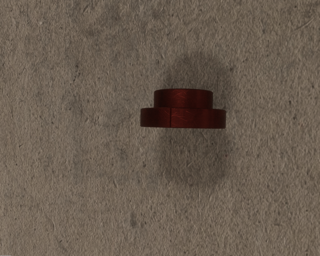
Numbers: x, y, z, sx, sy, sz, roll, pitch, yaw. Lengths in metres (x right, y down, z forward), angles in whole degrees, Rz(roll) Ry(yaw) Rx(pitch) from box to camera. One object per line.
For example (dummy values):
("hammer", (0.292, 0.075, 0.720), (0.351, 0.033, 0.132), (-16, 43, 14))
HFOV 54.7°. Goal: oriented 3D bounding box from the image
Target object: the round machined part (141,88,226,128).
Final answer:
("round machined part", (0.027, -0.022, 0.360), (0.098, 0.098, 0.042), (2, 91, 19))
